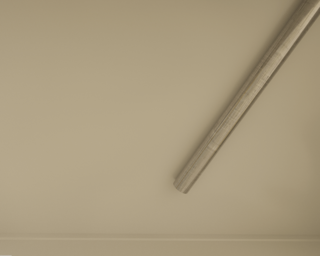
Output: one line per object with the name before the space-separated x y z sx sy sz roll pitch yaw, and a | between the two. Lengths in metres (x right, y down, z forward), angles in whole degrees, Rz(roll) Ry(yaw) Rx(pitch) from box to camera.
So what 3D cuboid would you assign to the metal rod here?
metal rod | 0.108 -0.034 0.400 0.025 0.025 0.298 30 107 -11
